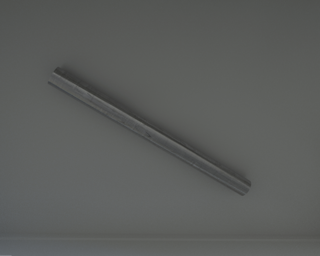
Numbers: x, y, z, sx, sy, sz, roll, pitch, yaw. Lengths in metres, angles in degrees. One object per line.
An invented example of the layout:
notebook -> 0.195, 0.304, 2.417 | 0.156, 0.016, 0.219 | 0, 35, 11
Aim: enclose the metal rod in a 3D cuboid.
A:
metal rod -> -0.005, 0.010, 0.413 | 0.301, 0.025, 0.025 | 31, 107, -11
